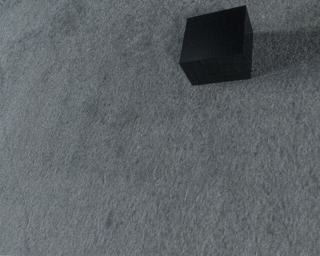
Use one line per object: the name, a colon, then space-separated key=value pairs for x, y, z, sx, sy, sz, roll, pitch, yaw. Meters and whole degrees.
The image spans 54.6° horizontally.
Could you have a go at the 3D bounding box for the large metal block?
large metal block: x=0.077 y=-0.108 z=0.414 sx=0.080 sy=0.050 sz=0.080 roll=-3 pitch=60 yaw=26
